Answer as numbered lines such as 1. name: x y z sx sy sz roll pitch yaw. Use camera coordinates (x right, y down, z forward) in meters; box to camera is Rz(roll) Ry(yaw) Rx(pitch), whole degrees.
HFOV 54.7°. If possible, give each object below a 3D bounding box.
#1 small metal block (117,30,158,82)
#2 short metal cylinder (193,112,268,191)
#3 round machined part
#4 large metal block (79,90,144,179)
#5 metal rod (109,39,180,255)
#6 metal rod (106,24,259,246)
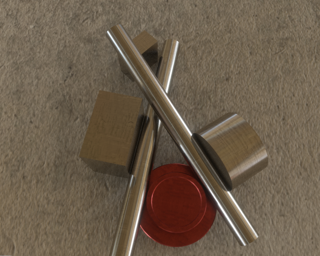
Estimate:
1. small metal block: -0.030 -0.099 0.432 0.050 0.050 0.025 -43 76 -14
2. short metal cylinder: 0.082 0.028 0.371 0.050 0.080 0.080 -31 73 -11
3. round machined part: 0.019 0.090 0.368 0.099 0.042 0.098 0 70 -1
4. large metal block: -0.053 0.011 0.375 0.050 0.080 0.080 11 70 4
5. metal rod: -0.012 0.009 0.390 0.025 0.025 0.300 11 64 4
6. metal rod: 0.022 0.002 0.372 0.025 0.025 0.299 -31 82 -11
